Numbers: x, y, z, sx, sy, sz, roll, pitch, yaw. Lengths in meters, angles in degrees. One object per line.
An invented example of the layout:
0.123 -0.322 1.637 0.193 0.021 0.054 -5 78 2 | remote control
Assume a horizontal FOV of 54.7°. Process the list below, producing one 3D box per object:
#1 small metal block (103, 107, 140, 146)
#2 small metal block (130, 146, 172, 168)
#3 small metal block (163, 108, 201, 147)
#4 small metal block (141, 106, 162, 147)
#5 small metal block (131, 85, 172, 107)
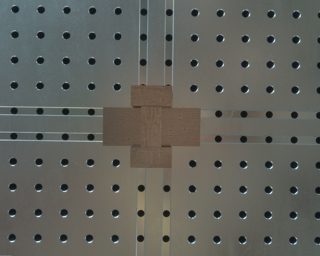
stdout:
-0.049 -0.002 0.412 0.050 0.025 0.050 1 90 -1 | small metal block
-0.011 0.036 0.400 0.050 0.050 0.025 1 90 -1 | small metal block
0.027 -0.001 0.413 0.050 0.025 0.050 1 90 -1 | small metal block
-0.011 -0.002 0.400 0.025 0.050 0.050 1 90 0 | small metal block
-0.010 -0.039 0.400 0.050 0.050 0.025 1 90 -1 | small metal block
